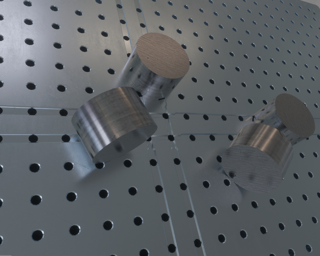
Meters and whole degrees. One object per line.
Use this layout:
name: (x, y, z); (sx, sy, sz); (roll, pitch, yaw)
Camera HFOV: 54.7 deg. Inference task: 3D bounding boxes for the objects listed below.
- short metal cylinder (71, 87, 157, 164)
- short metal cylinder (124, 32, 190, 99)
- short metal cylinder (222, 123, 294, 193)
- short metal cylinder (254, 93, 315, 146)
short metal cylinder: (-0.050, -0.002, 0.347); (0.081, 0.080, 0.050); (-21, 74, -36)
short metal cylinder: (-0.005, -0.089, 0.443); (0.081, 0.050, 0.080); (13, 56, -21)
short metal cylinder: (0.131, 0.041, 0.418); (0.080, 0.080, 0.050); (44, 51, 2)
short metal cylinder: (0.203, -0.010, 0.507); (0.081, 0.050, 0.080); (14, 56, -21)
